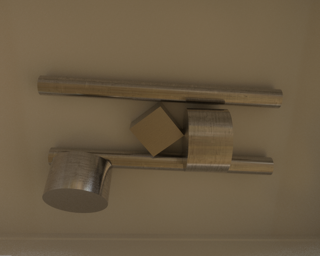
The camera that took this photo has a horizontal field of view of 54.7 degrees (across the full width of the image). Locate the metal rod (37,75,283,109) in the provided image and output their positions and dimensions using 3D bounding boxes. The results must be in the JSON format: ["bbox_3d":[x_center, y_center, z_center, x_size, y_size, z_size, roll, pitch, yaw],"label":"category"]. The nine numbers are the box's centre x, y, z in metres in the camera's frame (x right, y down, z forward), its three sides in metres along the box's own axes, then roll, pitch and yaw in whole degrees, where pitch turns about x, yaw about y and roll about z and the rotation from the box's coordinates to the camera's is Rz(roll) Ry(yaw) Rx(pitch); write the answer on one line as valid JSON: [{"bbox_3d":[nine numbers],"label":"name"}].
[{"bbox_3d":[0.002,-0.045,0.392,0.302,0.025,0.025,3,110,-2],"label":"metal rod"}]

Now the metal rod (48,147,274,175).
[{"bbox_3d":[0.003,0.046,0.426,0.302,0.025,0.025,3,110,-2],"label":"metal rod"}]

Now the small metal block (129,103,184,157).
[{"bbox_3d":[-0.004,0.001,0.410,0.050,0.025,0.050,-36,107,12],"label":"small metal block"}]

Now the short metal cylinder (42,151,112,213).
[{"bbox_3d":[-0.105,0.072,0.403,0.081,0.050,0.080,1,144,1],"label":"short metal cylinder"}]

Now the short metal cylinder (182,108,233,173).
[{"bbox_3d":[0.057,0.015,0.387,0.050,0.080,0.079,2,110,-1],"label":"short metal cylinder"}]
